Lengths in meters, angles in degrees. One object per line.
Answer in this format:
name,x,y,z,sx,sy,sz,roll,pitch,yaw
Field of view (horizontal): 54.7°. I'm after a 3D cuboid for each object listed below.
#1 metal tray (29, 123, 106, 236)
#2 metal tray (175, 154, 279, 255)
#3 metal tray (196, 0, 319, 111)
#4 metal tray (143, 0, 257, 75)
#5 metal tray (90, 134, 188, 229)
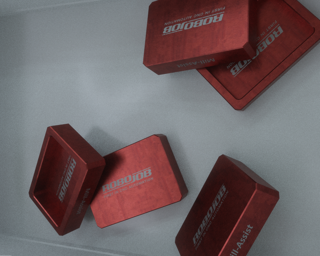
metal tray,-0.132,0.071,0.425,0.090,0.030,0.129,39,119,26
metal tray,0.069,0.105,0.350,0.030,0.090,0.129,24,99,-18
metal tray,0.112,-0.094,0.368,0.130,0.030,0.090,-44,77,14
metal tray,0.045,-0.118,0.365,0.130,0.030,0.090,-4,74,33
metal tray,-0.039,0.072,0.420,0.130,0.030,0.090,-24,82,18
